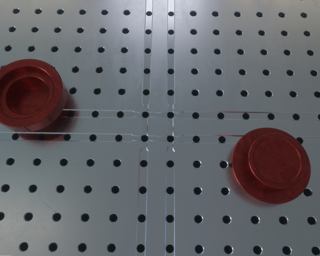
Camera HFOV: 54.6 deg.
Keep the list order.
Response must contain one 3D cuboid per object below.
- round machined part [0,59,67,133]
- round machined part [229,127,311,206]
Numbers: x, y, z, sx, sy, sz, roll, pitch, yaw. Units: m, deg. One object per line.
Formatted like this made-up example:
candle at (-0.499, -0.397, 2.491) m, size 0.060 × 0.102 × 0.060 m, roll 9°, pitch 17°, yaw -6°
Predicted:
round machined part at (-0.174, -0.040, 0.416) m, size 0.099 × 0.042 × 0.098 m, roll 0°, pitch 70°, yaw 0°
round machined part at (0.139, 0.045, 0.387) m, size 0.099 × 0.042 × 0.098 m, roll 0°, pitch 70°, yaw 0°
